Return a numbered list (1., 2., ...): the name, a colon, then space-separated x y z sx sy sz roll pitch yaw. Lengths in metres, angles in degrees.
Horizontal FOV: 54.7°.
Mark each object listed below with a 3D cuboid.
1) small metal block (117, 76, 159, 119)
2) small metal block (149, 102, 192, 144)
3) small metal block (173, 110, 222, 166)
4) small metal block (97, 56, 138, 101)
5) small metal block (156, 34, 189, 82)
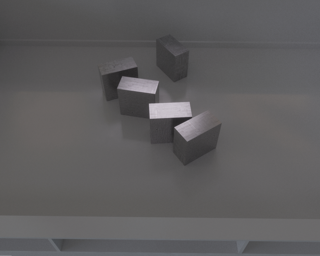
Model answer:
1. small metal block: -0.028 -0.040 0.422 0.050 0.050 0.025 9 51 7
2. small metal block: 0.012 -0.006 0.394 0.050 0.050 0.025 -3 50 -3
3. small metal block: 0.044 0.013 0.378 0.050 0.050 0.025 -27 55 -21
4. small metal block: -0.059 -0.071 0.448 0.050 0.050 0.025 -16 52 -13
5. small metal block: 0.019 -0.108 0.479 0.025 0.050 0.050 -27 55 -21
